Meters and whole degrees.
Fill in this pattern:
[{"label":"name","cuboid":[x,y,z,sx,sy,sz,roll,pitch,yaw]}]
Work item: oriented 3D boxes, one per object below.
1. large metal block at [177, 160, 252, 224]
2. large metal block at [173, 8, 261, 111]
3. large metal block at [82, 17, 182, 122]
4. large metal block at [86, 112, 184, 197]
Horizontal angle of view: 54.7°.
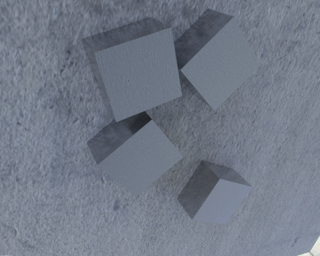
[{"label":"large metal block","cuboid":[0.089,0.107,0.508,0.080,0.050,0.080,19,108,-36]},{"label":"large metal block","cuboid":[0.063,-0.082,0.376,0.080,0.050,0.080,-45,130,3]},{"label":"large metal block","cuboid":[-0.028,-0.065,0.336,0.081,0.050,0.080,-23,127,-15]},{"label":"large metal block","cuboid":[-0.030,0.028,0.393,0.080,0.050,0.080,-40,130,-1]}]
